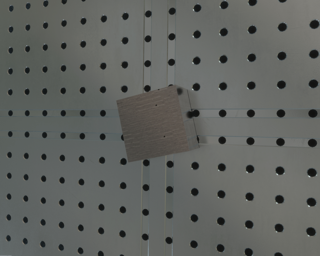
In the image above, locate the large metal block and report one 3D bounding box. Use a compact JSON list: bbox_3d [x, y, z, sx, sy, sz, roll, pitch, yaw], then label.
[{"bbox_3d":[-0.002,-0.004,0.399,0.080,0.050,0.080,-13,86,19],"label":"large metal block"}]
